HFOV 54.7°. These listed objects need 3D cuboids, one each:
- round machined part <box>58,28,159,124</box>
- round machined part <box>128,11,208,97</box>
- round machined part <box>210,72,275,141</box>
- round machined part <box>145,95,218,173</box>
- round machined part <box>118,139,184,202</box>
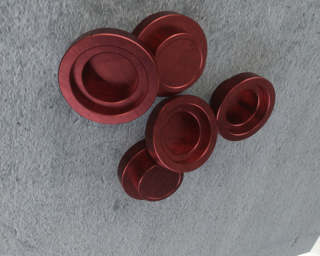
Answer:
[{"bbox_3d":[-0.051,-0.056,0.322,0.099,0.042,0.097,-2,123,-3],"label":"round machined part"},{"bbox_3d":[0.013,-0.080,0.356,0.099,0.042,0.097,-14,125,-21],"label":"round machined part"},{"bbox_3d":[0.111,-0.033,0.439,0.099,0.042,0.097,-14,125,-21],"label":"round machined part"},{"bbox_3d":[0.024,0.006,0.402,0.099,0.042,0.097,-4,97,-31],"label":"round machined part"},{"bbox_3d":[-0.006,0.064,0.434,0.099,0.042,0.097,-14,125,-21],"label":"round machined part"}]
